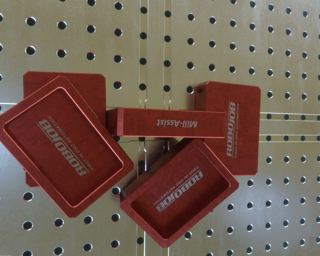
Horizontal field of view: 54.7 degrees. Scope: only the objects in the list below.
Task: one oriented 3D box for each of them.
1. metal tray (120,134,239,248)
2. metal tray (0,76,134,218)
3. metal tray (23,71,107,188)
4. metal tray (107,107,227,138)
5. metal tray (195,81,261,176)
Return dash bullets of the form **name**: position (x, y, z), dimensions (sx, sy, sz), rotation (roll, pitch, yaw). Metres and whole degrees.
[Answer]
- **metal tray**: position (0.024, 0.081, 0.400), dimensions (0.130, 0.030, 0.090), rotation (-41, 105, 2)
- **metal tray**: position (-0.103, 0.021, 0.339), dimensions (0.090, 0.030, 0.130), rotation (-40, 103, -16)
- **metal tray**: position (-0.112, 0.001, 0.369), dimensions (0.091, 0.030, 0.129), rotation (-1, 91, -20)
- **metal tray**: position (0.004, -0.005, 0.379), dimensions (0.131, 0.090, 0.030), rotation (2, 90, -20)
- **metal tray**: position (0.097, 0.002, 0.446), dimensions (0.091, 0.030, 0.129), rotation (3, 89, -21)
